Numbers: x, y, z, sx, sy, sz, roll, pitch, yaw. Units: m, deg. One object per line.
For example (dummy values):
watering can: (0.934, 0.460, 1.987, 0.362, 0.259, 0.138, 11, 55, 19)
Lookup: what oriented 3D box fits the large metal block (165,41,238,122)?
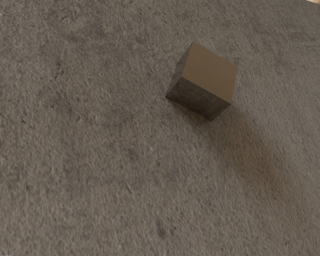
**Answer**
large metal block: (0.064, -0.069, 0.464, 0.080, 0.050, 0.080, 27, 52, -11)
